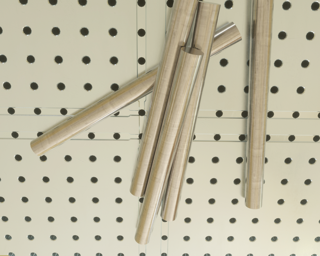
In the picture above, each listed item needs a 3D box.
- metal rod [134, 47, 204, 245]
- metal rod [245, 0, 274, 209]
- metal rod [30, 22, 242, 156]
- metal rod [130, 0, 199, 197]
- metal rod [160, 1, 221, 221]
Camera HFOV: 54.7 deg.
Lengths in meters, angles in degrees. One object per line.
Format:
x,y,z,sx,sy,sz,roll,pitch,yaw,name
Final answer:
0.004,0.044,0.402,0.025,0.025,0.298,11,120,-5,metal rod
0.128,-0.027,0.405,0.025,0.025,0.298,-4,110,1,metal rod
-0.037,-0.044,0.396,0.300,0.025,0.025,-29,108,9,metal rod
0.002,-0.036,0.376,0.025,0.025,0.298,12,118,-5,metal rod
0.033,-0.001,0.396,0.025,0.025,0.298,7,116,-3,metal rod
